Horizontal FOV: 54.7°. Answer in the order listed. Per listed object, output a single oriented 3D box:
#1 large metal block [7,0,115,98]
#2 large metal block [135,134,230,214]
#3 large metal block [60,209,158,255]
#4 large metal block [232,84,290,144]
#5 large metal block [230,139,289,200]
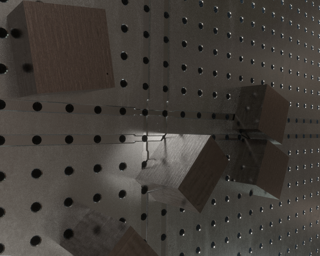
[{"bbox_3d":[-0.098,-0.076,0.312,0.081,0.050,0.079,-11,98,-40],"label":"large metal block"},{"bbox_3d":[0.029,0.054,0.400,0.050,0.080,0.080,51,60,-28],"label":"large metal block"},{"bbox_3d":[-0.048,0.140,0.335,0.050,0.080,0.080,-50,120,-28],"label":"large metal block"},{"bbox_3d":[0.180,-0.022,0.547,0.080,0.050,0.080,26,74,-37],"label":"large metal block"},{"bbox_3d":[0.177,0.072,0.545,0.080,0.050,0.080,32,70,-36],"label":"large metal block"}]
